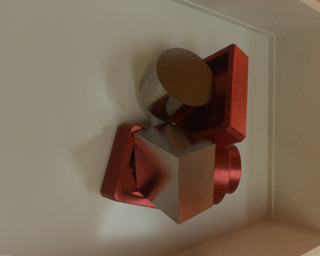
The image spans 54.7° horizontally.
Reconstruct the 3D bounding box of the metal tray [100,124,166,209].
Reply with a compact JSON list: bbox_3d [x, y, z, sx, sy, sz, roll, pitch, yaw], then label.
[{"bbox_3d":[-0.004,0.056,0.399,0.131,0.030,0.090,22,76,-38],"label":"metal tray"}]

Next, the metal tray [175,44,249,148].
[{"bbox_3d":[0.065,-0.036,0.399,0.030,0.090,0.130,32,54,-33],"label":"metal tray"}]

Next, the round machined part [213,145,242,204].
[{"bbox_3d":[0.077,0.054,0.419,0.042,0.098,0.097,5,86,-10],"label":"round machined part"}]

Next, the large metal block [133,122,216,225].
[{"bbox_3d":[0.015,0.047,0.353,0.050,0.080,0.079,-18,117,-33],"label":"large metal block"}]

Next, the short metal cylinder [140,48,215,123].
[{"bbox_3d":[0.021,-0.053,0.389,0.081,0.050,0.080,12,63,-23],"label":"short metal cylinder"}]
